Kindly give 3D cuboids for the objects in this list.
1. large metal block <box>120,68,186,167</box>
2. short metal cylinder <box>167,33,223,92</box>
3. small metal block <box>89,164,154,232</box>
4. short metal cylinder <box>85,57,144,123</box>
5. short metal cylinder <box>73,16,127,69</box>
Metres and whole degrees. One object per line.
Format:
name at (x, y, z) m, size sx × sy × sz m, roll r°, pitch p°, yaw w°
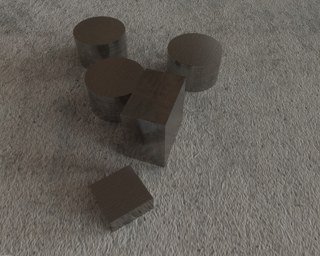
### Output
large metal block at (-0.006, -0.012, 0.378) m, size 0.050 × 0.080 × 0.080 m, roll 14°, pitch 52°, yaw 12°
short metal cylinder at (0.051, -0.100, 0.471) m, size 0.081 × 0.050 × 0.080 m, roll 0°, pitch 50°, yaw 0°
small metal block at (-0.042, 0.076, 0.339) m, size 0.050 × 0.025 × 0.050 m, roll -26°, pitch 55°, yaw -21°
short metal cylinder at (-0.060, -0.053, 0.431) m, size 0.081 × 0.050 × 0.080 m, roll 0°, pitch 50°, yaw 0°
short metal cylinder at (-0.095, -0.137, 0.501) m, size 0.081 × 0.050 × 0.080 m, roll 0°, pitch 50°, yaw 0°
